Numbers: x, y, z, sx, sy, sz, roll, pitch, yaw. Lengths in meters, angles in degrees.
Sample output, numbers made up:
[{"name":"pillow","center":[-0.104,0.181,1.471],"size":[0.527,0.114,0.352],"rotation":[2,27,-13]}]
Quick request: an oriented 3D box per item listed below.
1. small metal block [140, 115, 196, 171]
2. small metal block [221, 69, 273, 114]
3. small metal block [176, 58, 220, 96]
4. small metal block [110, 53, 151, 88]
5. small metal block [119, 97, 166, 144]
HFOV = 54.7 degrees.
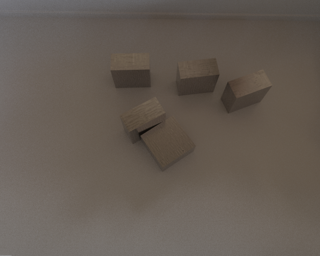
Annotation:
[{"name":"small metal block","center":[0.010,0.020,0.402],"size":[0.050,0.025,0.050],"rotation":[-32,74,-11]},{"name":"small metal block","center":[0.114,-0.048,0.414],"size":[0.050,0.050,0.025],"rotation":[-20,72,-7]},{"name":"small metal block","center":[0.050,-0.068,0.422],"size":[0.050,0.050,0.025],"rotation":[-7,70,-3]},{"name":"small metal block","center":[-0.039,-0.078,0.424],"size":[0.050,0.050,0.025],"rotation":[-2,70,-1]},{"name":"small metal block","center":[-0.021,-0.009,0.399],"size":[0.050,0.050,0.025],"rotation":[-28,73,-10]}]
